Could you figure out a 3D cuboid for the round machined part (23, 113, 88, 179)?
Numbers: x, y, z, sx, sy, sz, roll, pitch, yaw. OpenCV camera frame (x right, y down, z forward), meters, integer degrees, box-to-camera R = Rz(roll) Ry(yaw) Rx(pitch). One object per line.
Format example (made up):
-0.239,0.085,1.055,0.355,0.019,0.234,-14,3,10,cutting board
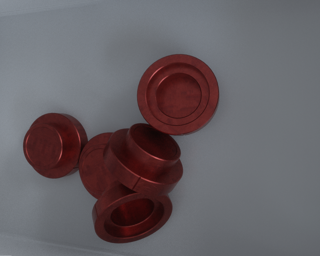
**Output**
-0.160,0.026,0.456,0.098,0.042,0.097,0,90,19,round machined part

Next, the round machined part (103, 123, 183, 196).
-0.014,0.031,0.372,0.098,0.099,0.042,39,117,15,round machined part

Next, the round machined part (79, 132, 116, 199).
-0.070,0.055,0.425,0.098,0.042,0.097,0,90,19,round machined part

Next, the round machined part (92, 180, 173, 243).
-0.037,0.099,0.394,0.098,0.098,0.042,-44,41,14,round machined part

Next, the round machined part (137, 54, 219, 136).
0.024,-0.038,0.387,0.098,0.042,0.097,-1,84,12,round machined part
